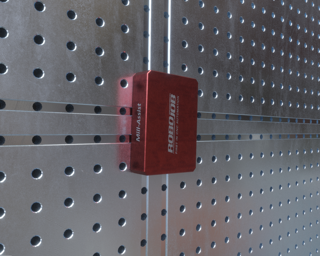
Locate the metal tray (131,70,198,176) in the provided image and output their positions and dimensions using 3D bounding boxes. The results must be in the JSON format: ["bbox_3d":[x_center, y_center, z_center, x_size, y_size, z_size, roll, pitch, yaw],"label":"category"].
[{"bbox_3d":[0.008,-0.005,0.414,0.091,0.030,0.129,3,88,-40],"label":"metal tray"}]
